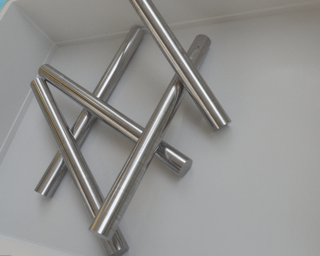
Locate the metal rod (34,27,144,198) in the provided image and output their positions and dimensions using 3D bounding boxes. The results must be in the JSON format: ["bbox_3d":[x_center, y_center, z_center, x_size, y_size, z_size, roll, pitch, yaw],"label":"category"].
[{"bbox_3d":[-0.102,-0.035,0.480,0.025,0.025,0.300,14,69,34],"label":"metal rod"}]

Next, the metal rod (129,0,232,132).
[{"bbox_3d":[-0.001,-0.127,0.399,0.025,0.025,0.299,-33,79,7],"label":"metal rod"}]

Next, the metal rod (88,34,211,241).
[{"bbox_3d":[0.002,-0.011,0.377,0.025,0.025,0.300,8,55,31],"label":"metal rod"}]

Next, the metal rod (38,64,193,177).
[{"bbox_3d":[-0.080,-0.023,0.436,0.300,0.025,0.025,33,80,30],"label":"metal rod"}]

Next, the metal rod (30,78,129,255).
[{"bbox_3d":[-0.120,0.035,0.421,0.025,0.025,0.300,-37,59,3],"label":"metal rod"}]
